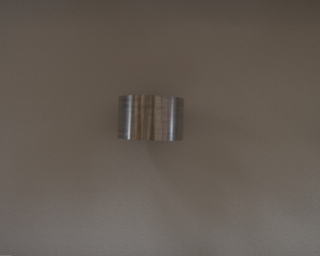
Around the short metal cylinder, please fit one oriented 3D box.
[{"bbox_3d":[-0.011,-0.011,0.381,0.080,0.080,0.050,2,90,0],"label":"short metal cylinder"}]
